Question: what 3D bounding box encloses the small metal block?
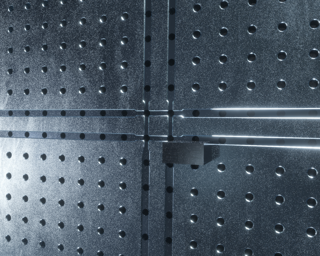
[{"bbox_3d":[0.035,0.030,0.387,0.050,0.050,0.025,1,91,20],"label":"small metal block"}]
